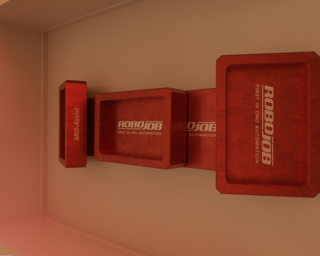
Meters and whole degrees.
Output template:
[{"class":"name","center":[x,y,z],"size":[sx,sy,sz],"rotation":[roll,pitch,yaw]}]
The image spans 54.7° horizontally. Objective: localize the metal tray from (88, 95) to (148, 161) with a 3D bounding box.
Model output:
[{"class":"metal tray","center":[-0.057,-0.001,0.450],"size":[0.130,0.030,0.089],"rotation":[0,90,40]}]

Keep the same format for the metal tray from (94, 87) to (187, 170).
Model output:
[{"class":"metal tray","center":[-0.029,0.000,0.386],"size":[0.130,0.030,0.089],"rotation":[1,90,40]}]

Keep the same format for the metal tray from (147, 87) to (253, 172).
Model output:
[{"class":"metal tray","center":[0.042,0.001,0.367],"size":[0.130,0.030,0.089],"rotation":[0,90,40]}]

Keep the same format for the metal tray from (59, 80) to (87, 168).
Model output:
[{"class":"metal tray","center":[-0.141,-0.006,0.495],"size":[0.090,0.030,0.129],"rotation":[-179,89,-65]}]

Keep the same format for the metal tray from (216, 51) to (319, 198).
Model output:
[{"class":"metal tray","center":[0.099,-0.003,0.294],"size":[0.090,0.030,0.129],"rotation":[0,90,11]}]
